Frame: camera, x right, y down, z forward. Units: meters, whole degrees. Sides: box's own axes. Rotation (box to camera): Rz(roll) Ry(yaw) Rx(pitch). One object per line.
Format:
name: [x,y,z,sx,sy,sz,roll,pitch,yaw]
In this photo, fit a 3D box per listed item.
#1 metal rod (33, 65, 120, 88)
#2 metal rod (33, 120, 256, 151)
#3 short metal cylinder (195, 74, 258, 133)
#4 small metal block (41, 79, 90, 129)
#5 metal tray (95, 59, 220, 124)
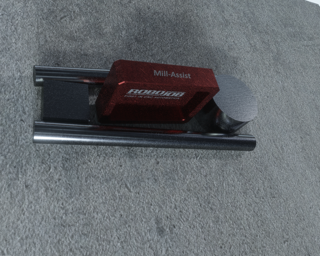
metal rod: [-0.016,-0.068,0.438,0.303,0.025,0.025,-3,63,-30]
metal rod: [0.000,0.013,0.398,0.302,0.025,0.025,4,60,-26]
short metal cylinder: [0.096,-0.032,0.460,0.081,0.050,0.080,14,56,-21]
small metal block: [-0.111,-0.027,0.362,0.050,0.025,0.050,4,60,-26]
metal tray: [-0.004,-0.039,0.384,0.131,0.090,0.030,0,62,-28]
